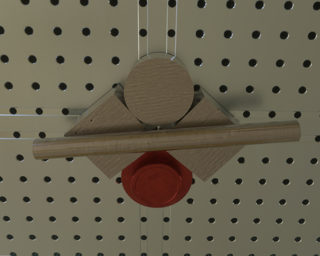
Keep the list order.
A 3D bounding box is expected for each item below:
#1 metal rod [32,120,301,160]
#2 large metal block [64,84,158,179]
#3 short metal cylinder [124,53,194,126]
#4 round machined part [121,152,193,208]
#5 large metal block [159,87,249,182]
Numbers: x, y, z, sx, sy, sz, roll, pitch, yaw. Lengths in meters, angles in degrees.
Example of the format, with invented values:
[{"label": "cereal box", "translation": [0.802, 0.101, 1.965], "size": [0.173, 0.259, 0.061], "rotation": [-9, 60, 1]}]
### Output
[{"label": "metal rod", "translation": [0.006, 0.014, 0.359], "size": [0.302, 0.025, 0.025], "rotation": [-4, 110, 2]}, {"label": "large metal block", "translation": [-0.059, 0.004, 0.397], "size": [0.080, 0.050, 0.080], "rotation": [-38, 108, 12]}, {"label": "short metal cylinder", "translation": [-0.001, -0.049, 0.378], "size": [0.081, 0.050, 0.079], "rotation": [0, 110, 0]}, {"label": "round machined part", "translation": [-0.004, 0.070, 0.426], "size": [0.099, 0.042, 0.097], "rotation": [0, 110, 0]}, {"label": "large metal block", "translation": [0.054, 0.008, 0.397], "size": [0.080, 0.050, 0.080], "rotation": [40, 106, -14]}]
